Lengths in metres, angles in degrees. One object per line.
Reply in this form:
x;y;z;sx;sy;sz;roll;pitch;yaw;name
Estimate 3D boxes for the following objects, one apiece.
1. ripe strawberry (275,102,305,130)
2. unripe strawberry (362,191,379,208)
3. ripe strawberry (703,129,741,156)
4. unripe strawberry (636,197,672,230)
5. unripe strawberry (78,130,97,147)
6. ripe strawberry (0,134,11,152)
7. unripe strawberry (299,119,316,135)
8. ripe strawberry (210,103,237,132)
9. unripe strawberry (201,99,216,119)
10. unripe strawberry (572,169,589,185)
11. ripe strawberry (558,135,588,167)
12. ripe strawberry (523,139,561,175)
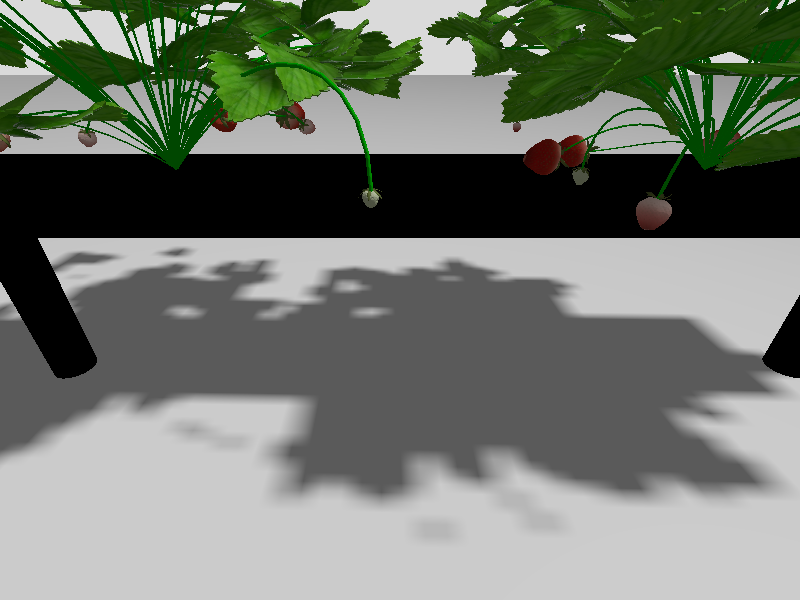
-0.144;-0.245;0.530;0.039;0.035;0.036;6;31;10;ripe strawberry
-0.016;-0.054;0.215;0.010;0.010;0.009;22;37;32;unripe strawberry
0.303;-0.149;0.377;0.029;0.025;0.029;24;38;34;ripe strawberry
0.137;-0.046;0.217;0.017;0.017;0.015;24;17;35;unripe strawberry
-0.334;-0.172;0.428;0.017;0.017;0.018;-35;-5;-44;unripe strawberry
-0.420;-0.169;0.394;0.051;0.049;0.047;9;32;16;ripe strawberry
-0.113;-0.212;0.491;0.020;0.018;0.018;12;7;20;unripe strawberry
-0.231;-0.239;0.522;0.035;0.037;0.037;-5;27;-9;ripe strawberry
-0.269;-0.273;0.580;0.034;0.036;0.037;-8;31;-13;unripe strawberry
0.126;-0.086;0.280;0.010;0.011;0.011;-14;34;-22;unripe strawberry
0.145;-0.127;0.342;0.028;0.024;0.028;2;31;4;ripe strawberry
0.113;-0.114;0.320;0.029;0.028;0.026;-5;31;-5;ripe strawberry
